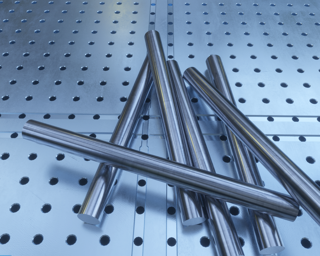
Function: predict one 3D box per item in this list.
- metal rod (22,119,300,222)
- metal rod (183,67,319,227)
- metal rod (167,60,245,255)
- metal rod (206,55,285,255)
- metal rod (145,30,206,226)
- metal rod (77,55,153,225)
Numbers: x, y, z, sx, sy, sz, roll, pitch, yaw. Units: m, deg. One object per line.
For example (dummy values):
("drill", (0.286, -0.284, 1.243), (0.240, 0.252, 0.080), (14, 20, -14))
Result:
("metal rod", (-0.009, 0.041, 0.333), (0.301, 0.025, 0.025), (15, 52, 10))
("metal rod", (0.102, 0.005, 0.362), (0.025, 0.025, 0.300), (-17, 41, -14))
("metal rod", (0.043, 0.015, 0.395), (0.025, 0.025, 0.300), (-8, 50, -7))
("metal rod", (0.098, 0.007, 0.402), (0.025, 0.025, 0.300), (-4, 50, -3))
("metal rod", (0.012, -0.024, 0.409), (0.025, 0.025, 0.299), (-7, 56, -6))
("metal rod", (-0.041, -0.016, 0.420), (0.025, 0.025, 0.300), (10, 51, 9))
